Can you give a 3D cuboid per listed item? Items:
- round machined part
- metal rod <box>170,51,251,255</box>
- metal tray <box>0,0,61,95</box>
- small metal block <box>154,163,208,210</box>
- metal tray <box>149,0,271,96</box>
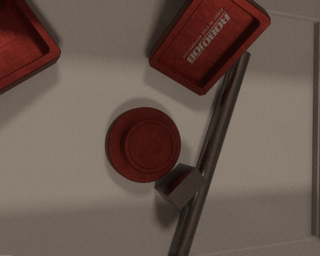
[{"bbox_3d":[-0.017,0.022,0.396,0.099,0.042,0.097,0,90,-21],"label":"round machined part"},{"bbox_3d":[0.074,0.030,0.439,0.025,0.025,0.299,21,83,-19],"label":"metal rod"},{"bbox_3d":[-0.187,-0.081,0.327,0.131,0.030,0.090,-40,103,-25],"label":"metal tray"},{"bbox_3d":[0.026,0.075,0.408,0.050,0.050,0.025,-43,104,-15],"label":"small metal block"},{"bbox_3d":[0.057,-0.111,0.385,0.090,0.129,0.030,28,36,-19],"label":"metal tray"}]
